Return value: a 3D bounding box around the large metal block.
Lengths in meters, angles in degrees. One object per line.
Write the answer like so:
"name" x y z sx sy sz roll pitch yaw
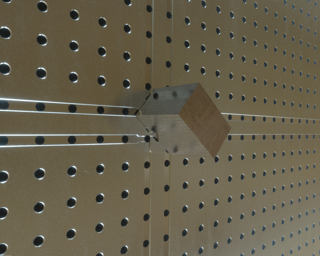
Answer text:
"large metal block" 0.030 -0.008 0.397 0.080 0.080 0.050 49 61 -29
